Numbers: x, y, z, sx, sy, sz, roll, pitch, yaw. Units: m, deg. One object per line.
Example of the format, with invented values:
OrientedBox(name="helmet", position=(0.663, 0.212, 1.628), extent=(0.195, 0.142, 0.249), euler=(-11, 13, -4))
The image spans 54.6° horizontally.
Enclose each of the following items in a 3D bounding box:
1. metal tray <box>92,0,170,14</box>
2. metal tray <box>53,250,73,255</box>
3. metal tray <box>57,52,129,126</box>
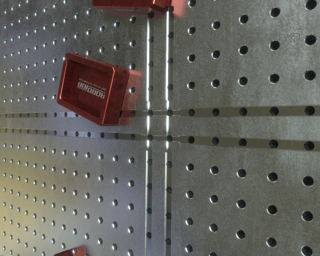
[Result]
OrientedBox(name="metal tray", position=(-0.039, -0.213, 0.440), extent=(0.130, 0.030, 0.089), euler=(19, 102, 38))
OrientedBox(name="metal tray", position=(-0.169, 0.296, 0.547), extent=(0.090, 0.030, 0.130), euler=(-45, 63, 31))
OrientedBox(name="metal tray", position=(-0.112, -0.065, 0.500), extent=(0.130, 0.030, 0.089), euler=(24, 105, 37))
